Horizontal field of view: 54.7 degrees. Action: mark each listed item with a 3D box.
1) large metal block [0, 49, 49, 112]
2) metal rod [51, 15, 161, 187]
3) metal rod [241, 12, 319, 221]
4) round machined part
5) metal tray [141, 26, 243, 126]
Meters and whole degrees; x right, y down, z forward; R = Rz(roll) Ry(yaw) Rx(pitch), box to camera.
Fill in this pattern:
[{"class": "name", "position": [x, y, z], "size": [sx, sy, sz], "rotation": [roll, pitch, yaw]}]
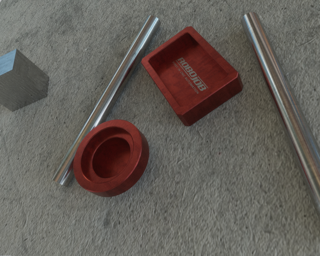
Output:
[{"class": "large metal block", "position": [-0.260, -0.082, 0.552], "size": [0.080, 0.080, 0.050], "rotation": [-20, 54, 16]}, {"class": "metal rod", "position": [-0.074, -0.051, 0.472], "size": [0.025, 0.025, 0.300], "rotation": [15, 69, 34]}, {"class": "metal rod", "position": [0.141, -0.027, 0.346], "size": [0.025, 0.025, 0.299], "rotation": [-19, 54, 17]}, {"class": "round machined part", "position": [-0.057, 0.041, 0.396], "size": [0.098, 0.042, 0.098], "rotation": [-13, 56, 20]}, {"class": "metal tray", "position": [0.039, -0.075, 0.424], "size": [0.090, 0.030, 0.130], "rotation": [-35, 52, 4]}]
